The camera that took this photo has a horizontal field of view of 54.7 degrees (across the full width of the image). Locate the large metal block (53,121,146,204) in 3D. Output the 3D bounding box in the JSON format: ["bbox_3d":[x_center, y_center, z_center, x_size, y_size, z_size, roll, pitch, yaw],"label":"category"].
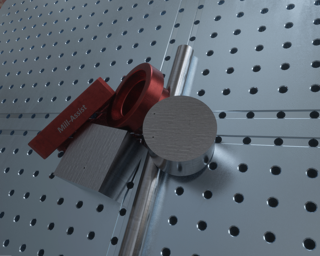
[{"bbox_3d":[-0.078,0.043,0.407,0.080,0.050,0.080,11,67,32],"label":"large metal block"}]

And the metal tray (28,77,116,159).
[{"bbox_3d":[-0.123,-0.018,0.449,0.130,0.030,0.090,-44,13,-2],"label":"metal tray"}]

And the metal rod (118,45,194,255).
[{"bbox_3d":[0.001,0.016,0.398,0.025,0.025,0.300,1,62,29],"label":"metal rod"}]

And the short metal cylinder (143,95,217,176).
[{"bbox_3d":[0.023,0.010,0.357,0.080,0.050,0.080,-2,64,4],"label":"short metal cylinder"}]

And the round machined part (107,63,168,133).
[{"bbox_3d":[-0.026,-0.035,0.416,0.098,0.042,0.098,-37,36,34],"label":"round machined part"}]
